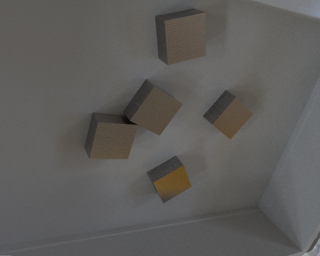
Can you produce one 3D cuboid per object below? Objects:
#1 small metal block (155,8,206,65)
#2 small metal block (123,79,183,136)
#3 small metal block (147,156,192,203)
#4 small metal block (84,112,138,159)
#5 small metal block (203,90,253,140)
[{"bbox_3d":[0.025,-0.105,0.357,0.050,0.025,0.050,-18,126,-18],"label":"small metal block"},{"bbox_3d":[-0.009,-0.025,0.388,0.050,0.025,0.050,28,103,-38],"label":"small metal block"},{"bbox_3d":[0.014,0.077,0.464,0.050,0.025,0.050,-29,128,-10],"label":"small metal block"},{"bbox_3d":[-0.061,0.011,0.382,0.050,0.025,0.050,4,117,-30],"label":"small metal block"},{"bbox_3d":[0.099,-0.019,0.451,0.050,0.025,0.050,-50,129,7],"label":"small metal block"}]
